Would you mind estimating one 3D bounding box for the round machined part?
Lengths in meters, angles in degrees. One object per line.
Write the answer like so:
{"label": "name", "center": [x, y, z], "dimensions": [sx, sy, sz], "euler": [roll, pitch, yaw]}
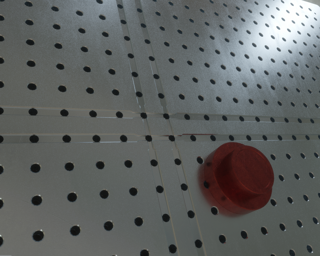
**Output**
{"label": "round machined part", "center": [0.114, 0.062, 0.420], "dimensions": [0.099, 0.042, 0.098], "euler": [13, 56, -21]}
